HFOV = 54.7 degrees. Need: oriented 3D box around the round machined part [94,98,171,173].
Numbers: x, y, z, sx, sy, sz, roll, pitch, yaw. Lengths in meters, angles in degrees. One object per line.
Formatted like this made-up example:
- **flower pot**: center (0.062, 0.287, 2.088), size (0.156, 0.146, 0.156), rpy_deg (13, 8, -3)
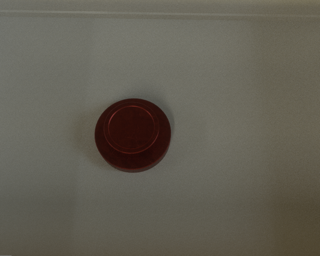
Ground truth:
- **round machined part**: center (-0.035, 0.006, 0.398), size (0.099, 0.042, 0.098), rpy_deg (0, 70, -1)
